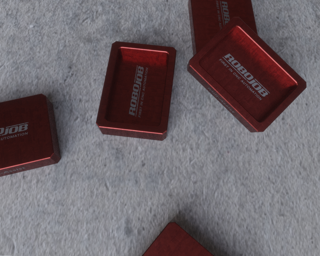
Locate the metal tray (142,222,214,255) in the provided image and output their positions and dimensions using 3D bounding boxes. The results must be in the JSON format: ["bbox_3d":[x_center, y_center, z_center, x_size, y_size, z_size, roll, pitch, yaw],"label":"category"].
[{"bbox_3d":[0.034,0.180,0.340,0.130,0.030,0.090,38,74,12],"label":"metal tray"}]

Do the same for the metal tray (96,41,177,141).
[{"bbox_3d":[-0.029,-0.052,0.424,0.091,0.030,0.130,7,70,2],"label":"metal tray"}]

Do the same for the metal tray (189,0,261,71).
[{"bbox_3d":[0.093,-0.148,0.461,0.091,0.030,0.130,-3,70,-2],"label":"metal tray"}]

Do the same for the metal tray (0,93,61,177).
[{"bbox_3d":[-0.203,0.014,0.398,0.131,0.030,0.090,-13,71,-5],"label":"metal tray"}]

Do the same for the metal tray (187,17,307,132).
[{"bbox_3d":[0.112,-0.068,0.407,0.130,0.030,0.090,45,87,1],"label":"metal tray"}]
